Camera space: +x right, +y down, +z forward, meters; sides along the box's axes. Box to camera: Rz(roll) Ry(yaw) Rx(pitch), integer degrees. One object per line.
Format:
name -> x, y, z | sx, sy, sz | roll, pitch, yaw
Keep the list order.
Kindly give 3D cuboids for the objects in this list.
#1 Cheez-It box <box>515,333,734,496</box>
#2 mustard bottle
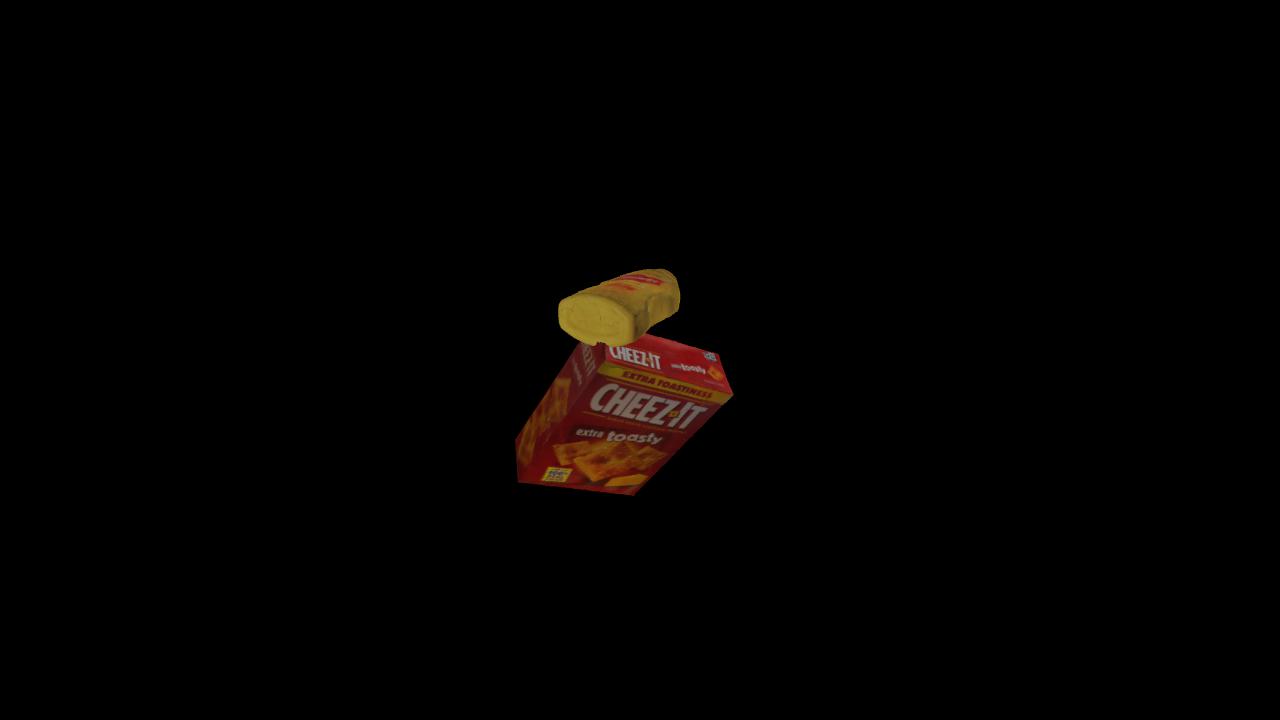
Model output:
Cheez-It box -> -0.025, 0.067, 0.709 | 0.166, 0.071, 0.223 | 14, -49, -30
mustard bottle -> -0.005, -0.066, 0.678 | 0.092, 0.054, 0.184 | 7, 22, 27
